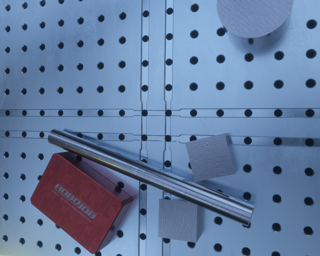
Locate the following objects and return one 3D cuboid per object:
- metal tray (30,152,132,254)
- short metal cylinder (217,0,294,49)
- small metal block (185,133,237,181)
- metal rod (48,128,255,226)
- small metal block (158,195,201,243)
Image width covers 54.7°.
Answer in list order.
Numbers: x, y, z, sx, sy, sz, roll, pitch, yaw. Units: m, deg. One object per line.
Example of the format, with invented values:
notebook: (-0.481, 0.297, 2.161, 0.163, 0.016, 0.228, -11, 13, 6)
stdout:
metal tray: (-0.116, 0.105, 0.450, 0.130, 0.030, 0.090, 32, 100, 16)
short metal cylinder: (0.111, -0.138, 0.360, 0.080, 0.050, 0.079, 0, 90, 19)
small metal block: (0.065, 0.036, 0.389, 0.050, 0.025, 0.050, -15, 85, 19)
metal rod: (-0.028, 0.056, 0.409, 0.301, 0.025, 0.025, 18, 96, 23)
small metal block: (0.026, 0.116, 0.403, 0.050, 0.025, 0.050, 2, 91, 19)
